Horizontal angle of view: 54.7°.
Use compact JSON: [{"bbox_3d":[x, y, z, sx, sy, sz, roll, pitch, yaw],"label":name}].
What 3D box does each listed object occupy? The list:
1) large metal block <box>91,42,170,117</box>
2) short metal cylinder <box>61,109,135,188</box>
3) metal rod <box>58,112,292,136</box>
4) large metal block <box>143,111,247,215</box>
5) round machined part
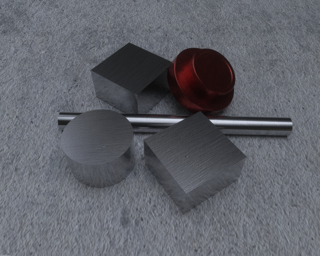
[{"bbox_3d":[-0.037,-0.068,0.443,0.080,0.050,0.080,30,56,22],"label":"large metal block"},{"bbox_3d":[-0.070,0.024,0.367,0.081,0.050,0.080,0,50,0],"label":"short metal cylinder"},{"bbox_3d":[0.019,-0.005,0.411,0.302,0.025,0.025,1,50,0],"label":"metal rod"},{"bbox_3d":[0.037,0.038,0.357,0.081,0.050,0.080,-27,55,-21],"label":"large metal block"},{"bbox_3d":[0.063,-0.068,0.421,0.099,0.042,0.098,12,63,-25],"label":"round machined part"}]
